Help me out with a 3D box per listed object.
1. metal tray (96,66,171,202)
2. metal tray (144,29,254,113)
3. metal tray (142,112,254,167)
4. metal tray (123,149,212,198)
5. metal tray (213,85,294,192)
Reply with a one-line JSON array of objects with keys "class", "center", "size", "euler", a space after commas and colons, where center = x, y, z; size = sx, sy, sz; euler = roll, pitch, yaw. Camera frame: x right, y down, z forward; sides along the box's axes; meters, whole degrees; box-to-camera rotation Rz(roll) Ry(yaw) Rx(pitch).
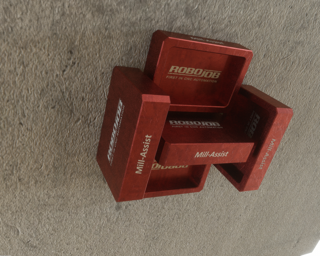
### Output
[{"class": "metal tray", "center": [-0.036, 0.006, 0.350], "size": [0.030, 0.090, 0.129], "euler": [1, 119, -29]}, {"class": "metal tray", "center": [0.045, -0.066, 0.389], "size": [0.131, 0.030, 0.089], "euler": [0, 121, -29]}, {"class": "metal tray", "center": [0.042, 0.009, 0.396], "size": [0.131, 0.090, 0.030], "euler": [1, 119, -29]}, {"class": "metal tray", "center": [0.013, 0.053, 0.447], "size": [0.131, 0.030, 0.089], "euler": [0, 117, -29]}, {"class": "metal tray", "center": [0.122, 0.013, 0.441], "size": [0.030, 0.090, 0.129], "euler": [1, 118, -29]}]
